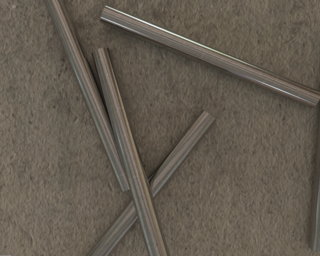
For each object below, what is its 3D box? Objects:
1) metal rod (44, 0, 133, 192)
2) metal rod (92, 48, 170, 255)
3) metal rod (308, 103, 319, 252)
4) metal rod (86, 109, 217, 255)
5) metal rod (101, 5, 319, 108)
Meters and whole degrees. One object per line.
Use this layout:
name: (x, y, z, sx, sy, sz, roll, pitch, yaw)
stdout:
metal rod: (-0.096, -0.060, 0.408, 0.025, 0.025, 0.299, -22, 90, 0)
metal rod: (-0.035, 0.041, 0.390, 0.025, 0.025, 0.299, -17, 82, 0)
metal rod: (0.224, 0.012, 0.412, 0.025, 0.025, 0.298, 5, 90, -1)
metal rod: (-0.028, 0.100, 0.409, 0.025, 0.025, 0.300, 38, 90, -1)
metal rod: (0.067, -0.094, 0.410, 0.301, 0.025, 0.025, 22, 90, -1)
